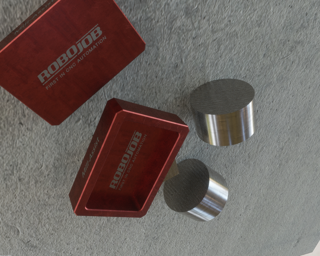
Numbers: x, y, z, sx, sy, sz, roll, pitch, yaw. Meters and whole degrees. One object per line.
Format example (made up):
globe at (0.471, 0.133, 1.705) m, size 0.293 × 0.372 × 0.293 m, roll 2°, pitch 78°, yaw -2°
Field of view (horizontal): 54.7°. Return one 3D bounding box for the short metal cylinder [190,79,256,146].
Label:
short metal cylinder at (0.083, -0.022, 0.403) m, size 0.080 × 0.080 × 0.050 m, roll -26°, pitch 128°, yaw -12°

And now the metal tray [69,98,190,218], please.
metal tray at (-0.035, 0.039, 0.343) m, size 0.091 × 0.030 × 0.129 m, roll 14°, pitch 111°, yaw -34°

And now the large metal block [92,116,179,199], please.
large metal block at (-0.029, 0.035, 0.396) m, size 0.080 × 0.050 × 0.080 m, roll -26°, pitch 128°, yaw -13°

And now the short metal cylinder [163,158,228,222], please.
short metal cylinder at (0.052, 0.091, 0.456) m, size 0.080 × 0.080 × 0.050 m, roll -49°, pitch 129°, yaw 6°

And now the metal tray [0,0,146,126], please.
metal tray at (-0.090, -0.075, 0.308) m, size 0.130 × 0.030 × 0.090 m, roll -41°, pitch 130°, yaw 0°
